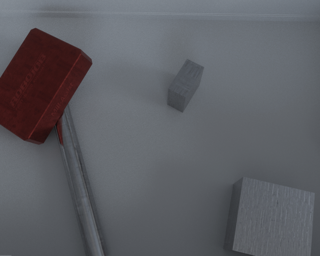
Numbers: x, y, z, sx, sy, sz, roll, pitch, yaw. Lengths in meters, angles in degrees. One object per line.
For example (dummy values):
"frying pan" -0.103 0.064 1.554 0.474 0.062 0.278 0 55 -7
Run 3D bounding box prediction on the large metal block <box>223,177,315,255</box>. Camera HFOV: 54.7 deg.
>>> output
"large metal block" 0.124 0.109 0.358 0.080 0.050 0.080 13 70 4

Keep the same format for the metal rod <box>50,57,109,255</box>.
"metal rod" -0.119 0.016 0.402 0.025 0.025 0.299 -18 71 -7

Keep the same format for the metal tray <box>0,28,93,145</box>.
"metal tray" -0.159 -0.055 0.401 0.090 0.030 0.130 28 85 20

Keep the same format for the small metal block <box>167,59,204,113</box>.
"small metal block" 0.034 -0.056 0.417 0.025 0.050 0.050 29 72 9
